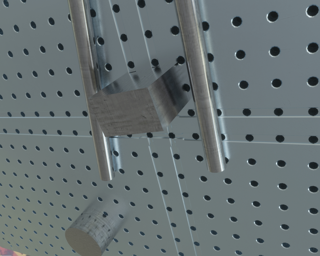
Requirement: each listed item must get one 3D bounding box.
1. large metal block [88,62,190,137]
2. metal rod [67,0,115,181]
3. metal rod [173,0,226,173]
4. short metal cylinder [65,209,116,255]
[{"bbox_3d":[-0.022,-0.034,0.366,0.080,0.080,0.050,-6,115,31],"label":"large metal block"},{"bbox_3d":[-0.092,-0.050,0.428,0.025,0.025,0.298,11,123,22],"label":"metal rod"},{"bbox_3d":[0.040,-0.080,0.340,0.025,0.025,0.298,0,119,28],"label":"metal rod"},{"bbox_3d":[-0.131,0.202,0.589,0.080,0.050,0.079,13,124,21],"label":"short metal cylinder"}]
